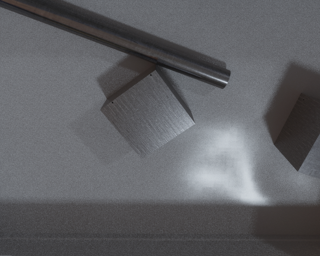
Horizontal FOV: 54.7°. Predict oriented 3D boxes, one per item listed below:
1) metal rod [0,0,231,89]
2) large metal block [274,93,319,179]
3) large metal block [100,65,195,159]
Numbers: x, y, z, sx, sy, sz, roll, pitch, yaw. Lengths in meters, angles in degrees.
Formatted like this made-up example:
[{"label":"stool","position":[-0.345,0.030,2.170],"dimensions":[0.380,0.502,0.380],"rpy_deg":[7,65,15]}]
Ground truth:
[{"label":"metal rod","position":[-0.058,-0.109,0.370],"dimensions":[0.302,0.025,0.025],"rpy_deg":[19,109,-8]},{"label":"large metal block","position":[0.198,0.010,0.389],"dimensions":[0.050,0.080,0.079],"rpy_deg":[19,109,-7]},{"label":"large metal block","position":[-0.014,-0.022,0.390],"dimensions":[0.080,0.050,0.080],"rpy_deg":[-34,107,11]}]
